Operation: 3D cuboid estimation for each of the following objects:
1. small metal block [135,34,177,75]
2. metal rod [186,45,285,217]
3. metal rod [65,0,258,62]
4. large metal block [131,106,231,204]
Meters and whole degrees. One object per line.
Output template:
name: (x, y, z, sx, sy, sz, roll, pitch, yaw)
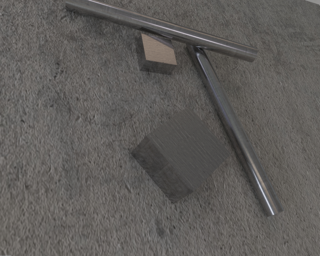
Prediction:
small metal block: (-0.006, -0.111, 0.468, 0.050, 0.025, 0.050, 4, 60, -26)
metal rod: (0.105, -0.015, 0.469, 0.025, 0.025, 0.299, -8, 66, -32)
metal rod: (0.011, -0.152, 0.478, 0.302, 0.025, 0.025, 12, 56, -13)
large metal block: (0.026, 0.032, 0.382, 0.080, 0.050, 0.081, 50, 51, 6)
